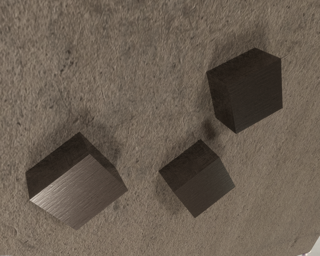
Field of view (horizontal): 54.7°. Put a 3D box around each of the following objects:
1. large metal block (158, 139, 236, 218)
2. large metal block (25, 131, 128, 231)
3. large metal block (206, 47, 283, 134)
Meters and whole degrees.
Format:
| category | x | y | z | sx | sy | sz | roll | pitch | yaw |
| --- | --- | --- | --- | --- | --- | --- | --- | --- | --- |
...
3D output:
| category | x | y | z | sx | sy | sz | roll | pitch | yaw |
| --- | --- | --- | --- | --- | --- | --- | --- | --- | --- |
| large metal block | 0.058 | 0.078 | 0.473 | 0.080 | 0.050 | 0.080 | -37 | 130 | -4 |
| large metal block | -0.100 | 0.065 | 0.377 | 0.080 | 0.050 | 0.080 | -38 | 130 | -3 |
| large metal block | 0.118 | -0.052 | 0.425 | 0.080 | 0.050 | 0.080 | -28 | 128 | -11 |
